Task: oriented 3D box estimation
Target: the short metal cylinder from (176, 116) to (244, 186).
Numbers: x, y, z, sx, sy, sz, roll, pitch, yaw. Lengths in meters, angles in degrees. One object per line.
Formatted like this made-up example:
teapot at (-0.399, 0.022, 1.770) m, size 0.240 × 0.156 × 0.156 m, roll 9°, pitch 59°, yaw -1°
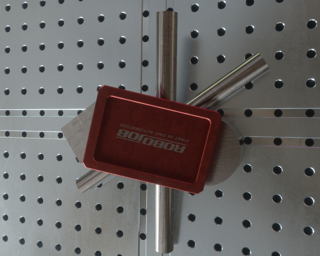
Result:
short metal cylinder at (0.059, 0.026, 0.377) m, size 0.080 × 0.050 × 0.079 m, roll 0°, pitch 90°, yaw 19°

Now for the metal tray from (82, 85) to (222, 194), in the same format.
metal tray at (-0.008, 0.012, 0.337) m, size 0.131 × 0.030 × 0.089 m, roll 13°, pitch 95°, yaw 0°

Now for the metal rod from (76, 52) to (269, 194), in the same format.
metal rod at (0.005, 0.002, 0.410) m, size 0.300 × 0.025 × 0.025 m, roll -35°, pitch 79°, yaw 16°

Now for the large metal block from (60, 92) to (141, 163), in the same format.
large metal block at (-0.065, -0.001, 0.404) m, size 0.080 × 0.080 × 0.050 m, roll -35°, pitch 79°, yaw 16°

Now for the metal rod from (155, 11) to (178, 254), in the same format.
metal rod at (0.007, 0.013, 0.385) m, size 0.025 × 0.025 × 0.298 m, roll 4°, pitch 101°, yaw 19°
